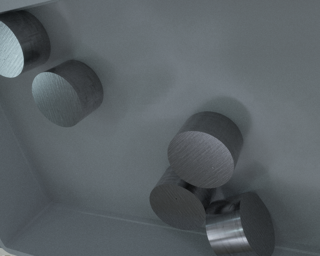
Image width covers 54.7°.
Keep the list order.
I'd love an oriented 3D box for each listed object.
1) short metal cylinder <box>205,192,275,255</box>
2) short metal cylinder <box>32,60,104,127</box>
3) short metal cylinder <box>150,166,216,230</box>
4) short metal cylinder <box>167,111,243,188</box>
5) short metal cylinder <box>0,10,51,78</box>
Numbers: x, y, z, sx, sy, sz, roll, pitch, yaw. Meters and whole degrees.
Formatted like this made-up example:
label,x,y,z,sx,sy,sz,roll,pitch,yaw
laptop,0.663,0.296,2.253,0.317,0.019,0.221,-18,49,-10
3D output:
label,x,y,z,sx,sy,sz,roll,pitch,yaw
short metal cylinder,0.103,0.127,0.397,0.050,0.080,0.080,-28,104,37
short metal cylinder,-0.126,-0.048,0.427,0.080,0.050,0.079,13,124,20
short metal cylinder,0.033,0.095,0.433,0.080,0.050,0.079,13,124,20
short metal cylinder,0.056,0.026,0.378,0.080,0.050,0.079,13,124,20
short metal cylinder,-0.200,-0.115,0.424,0.080,0.050,0.079,13,124,20
